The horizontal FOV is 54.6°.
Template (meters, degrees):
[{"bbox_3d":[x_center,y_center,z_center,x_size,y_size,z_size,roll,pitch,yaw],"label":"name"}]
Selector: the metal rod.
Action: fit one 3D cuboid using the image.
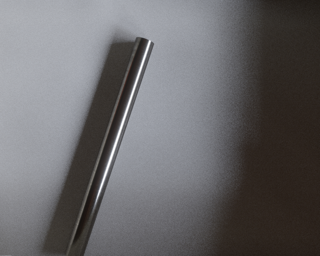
[{"bbox_3d":[-0.067,0.026,0.410,0.025,0.025,0.299,18,90,0],"label":"metal rod"}]
